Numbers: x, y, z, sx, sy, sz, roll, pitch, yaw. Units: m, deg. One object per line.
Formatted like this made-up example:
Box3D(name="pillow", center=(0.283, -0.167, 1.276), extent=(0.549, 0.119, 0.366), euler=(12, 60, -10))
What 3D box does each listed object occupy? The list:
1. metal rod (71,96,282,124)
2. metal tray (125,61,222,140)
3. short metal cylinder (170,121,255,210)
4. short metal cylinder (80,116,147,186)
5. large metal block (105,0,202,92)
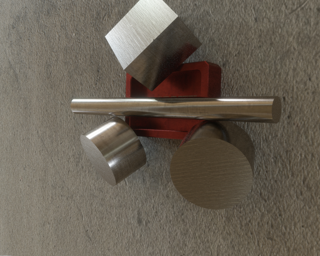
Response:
Box3D(name="metal rod", center=(-0.010, -0.025, 0.375), extent=(0.300, 0.025, 0.025), euler=(4, 93, 39))
Box3D(name="metal tray", center=(0.012, -0.032, 0.394), extent=(0.130, 0.030, 0.089), euler=(3, 92, 40))
Box3D(name="short metal cylinder", center=(0.056, 0.037, 0.323), extent=(0.080, 0.050, 0.079), euler=(7, 114, 16))
Box3D(name="short metal cylinder", center=(-0.063, 0.031, 0.418), extent=(0.080, 0.050, 0.080), euler=(40, 150, 30))
Box3D(name="large metal block", center=(-0.010, -0.105, 0.370), extent=(0.080, 0.050, 0.080), euler=(-42, 47, 14))
